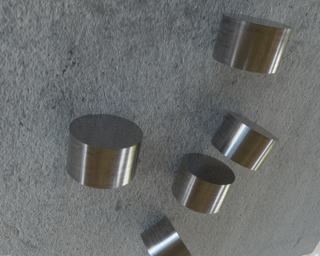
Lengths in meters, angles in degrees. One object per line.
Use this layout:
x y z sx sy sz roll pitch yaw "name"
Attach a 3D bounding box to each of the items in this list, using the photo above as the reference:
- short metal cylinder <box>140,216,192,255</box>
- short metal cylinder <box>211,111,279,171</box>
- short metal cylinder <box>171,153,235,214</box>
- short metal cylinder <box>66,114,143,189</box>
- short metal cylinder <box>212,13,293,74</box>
0.012 0.189 0.494 0.050 0.080 0.080 -33 129 -7 "short metal cylinder"
0.121 0.017 0.448 0.081 0.080 0.050 17 109 -35 "short metal cylinder"
0.062 0.079 0.454 0.081 0.080 0.050 4 117 -30 "short metal cylinder"
-0.063 0.024 0.351 0.081 0.080 0.050 -2 120 -27 "short metal cylinder"
0.107 -0.102 0.367 0.081 0.080 0.050 -4 120 -27 "short metal cylinder"
